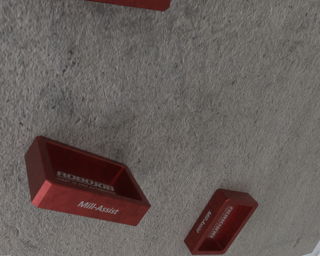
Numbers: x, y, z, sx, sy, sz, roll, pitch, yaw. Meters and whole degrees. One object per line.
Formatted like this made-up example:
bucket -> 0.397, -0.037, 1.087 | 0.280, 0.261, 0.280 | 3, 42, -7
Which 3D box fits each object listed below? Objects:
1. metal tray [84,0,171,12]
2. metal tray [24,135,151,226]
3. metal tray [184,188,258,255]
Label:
metal tray -> -0.047, -0.161, 0.278 | 0.131, 0.030, 0.089 | -3, 120, -27
metal tray -> -0.082, 0.062, 0.357 | 0.131, 0.090, 0.030 | 25, 105, -37
metal tray -> 0.113, 0.177, 0.574 | 0.091, 0.030, 0.129 | 16, 110, -35
